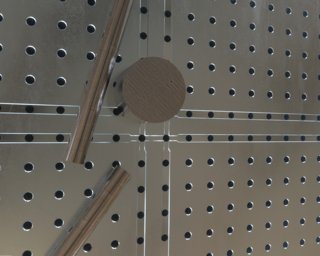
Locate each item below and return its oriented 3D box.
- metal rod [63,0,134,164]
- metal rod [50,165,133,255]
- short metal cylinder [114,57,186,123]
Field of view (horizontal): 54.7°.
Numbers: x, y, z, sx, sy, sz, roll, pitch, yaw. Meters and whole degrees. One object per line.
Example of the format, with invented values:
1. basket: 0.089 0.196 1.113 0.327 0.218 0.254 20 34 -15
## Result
1. metal rod: -0.063 -0.102 0.389 0.025 0.025 0.299 18 84 -20
2. metal rod: -0.130 0.173 0.365 0.025 0.025 0.300 39 77 -16
3. short metal cylinder: -0.014 -0.046 0.395 0.081 0.050 0.079 0 90 -20
